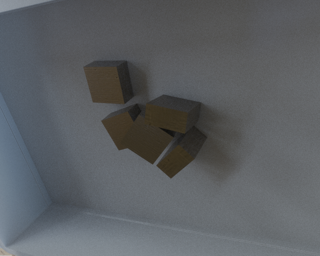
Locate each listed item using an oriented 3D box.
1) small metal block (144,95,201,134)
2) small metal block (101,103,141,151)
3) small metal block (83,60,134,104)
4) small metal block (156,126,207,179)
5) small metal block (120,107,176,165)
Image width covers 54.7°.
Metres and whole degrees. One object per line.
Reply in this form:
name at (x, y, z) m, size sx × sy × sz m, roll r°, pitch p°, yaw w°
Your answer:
small metal block at (0.016, -0.018, 0.369) m, size 0.050 × 0.050 × 0.025 m, roll 14°, pitch 112°, yaw 20°
small metal block at (-0.045, -0.001, 0.430) m, size 0.050 × 0.025 × 0.050 m, roll -17°, pitch 110°, yaw 34°
small metal block at (-0.066, -0.060, 0.405) m, size 0.050 × 0.025 × 0.050 m, roll 5°, pitch 121°, yaw 25°
small metal block at (0.028, 0.030, 0.395) m, size 0.025 × 0.050 × 0.050 m, roll 42°, pitch 129°, yaw -1°
small metal block at (-0.014, 0.010, 0.394) m, size 0.050 × 0.025 × 0.050 m, roll 34°, pitch 118°, yaw -4°
